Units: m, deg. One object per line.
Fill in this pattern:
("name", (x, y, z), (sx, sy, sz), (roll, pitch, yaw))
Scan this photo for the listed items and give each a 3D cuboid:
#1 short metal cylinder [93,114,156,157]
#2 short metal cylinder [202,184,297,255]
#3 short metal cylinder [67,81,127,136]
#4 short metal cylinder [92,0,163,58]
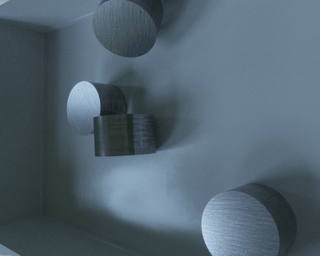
("short metal cylinder", (-0.046, 0.010, 0.409), (0.080, 0.081, 0.050), (-5, 87, 40))
("short metal cylinder", (0.090, 0.100, 0.316), (0.080, 0.050, 0.080), (0, 90, 40))
("short metal cylinder", (-0.096, -0.028, 0.470), (0.080, 0.050, 0.080), (0, 90, 40))
("short metal cylinder", (-0.039, -0.138, 0.395), (0.080, 0.080, 0.050), (-26, 37, 37))
